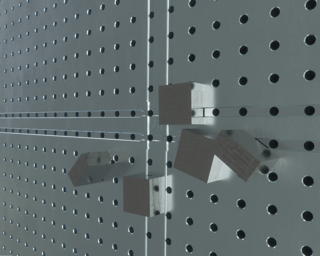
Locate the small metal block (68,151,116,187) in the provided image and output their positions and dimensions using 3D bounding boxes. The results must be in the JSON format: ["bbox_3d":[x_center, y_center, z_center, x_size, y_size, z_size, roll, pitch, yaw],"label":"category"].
[{"bbox_3d":[-0.106,0.063,0.483,0.050,0.050,0.025,-51,60,28],"label":"small metal block"}]

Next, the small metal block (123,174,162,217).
[{"bbox_3d":[-0.025,0.092,0.431,0.050,0.025,0.050,-1,89,40],"label":"small metal block"}]

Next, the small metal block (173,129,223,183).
[{"bbox_3d":[0.048,0.032,0.371,0.050,0.025,0.050,21,103,38],"label":"small metal block"}]

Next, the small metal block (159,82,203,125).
[{"bbox_3d":[0.026,-0.029,0.389,0.050,0.025,0.050,-1,90,40],"label":"small metal block"}]

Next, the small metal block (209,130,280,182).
[{"bbox_3d":[0.088,0.027,0.321,0.050,0.050,0.025,43,116,31],"label":"small metal block"}]
